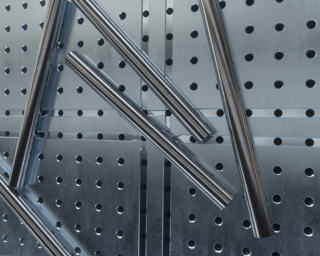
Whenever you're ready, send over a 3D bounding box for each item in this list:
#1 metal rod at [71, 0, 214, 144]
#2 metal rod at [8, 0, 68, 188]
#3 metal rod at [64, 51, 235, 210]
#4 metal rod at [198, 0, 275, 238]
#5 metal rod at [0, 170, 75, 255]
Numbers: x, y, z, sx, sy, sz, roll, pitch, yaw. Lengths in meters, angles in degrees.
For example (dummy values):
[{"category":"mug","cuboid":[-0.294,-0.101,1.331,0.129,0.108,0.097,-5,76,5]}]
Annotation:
[{"category":"metal rod","cuboid":[-0.037,-0.098,0.424,0.025,0.025,0.300,-44,77,14]},{"category":"metal rod","cuboid":[-0.189,-0.054,0.477,0.025,0.025,0.298,17,95,19]},{"category":"metal rod","cuboid":[-0.023,-0.006,0.419,0.300,0.025,0.025,42,103,14]},{"category":"metal rod","cuboid":[0.092,-0.019,0.379,0.025,0.025,0.298,-14,85,19]},{"category":"metal rod","cuboid":[-0.189,0.151,0.477,0.300,0.025,0.025,42,103,15]}]
